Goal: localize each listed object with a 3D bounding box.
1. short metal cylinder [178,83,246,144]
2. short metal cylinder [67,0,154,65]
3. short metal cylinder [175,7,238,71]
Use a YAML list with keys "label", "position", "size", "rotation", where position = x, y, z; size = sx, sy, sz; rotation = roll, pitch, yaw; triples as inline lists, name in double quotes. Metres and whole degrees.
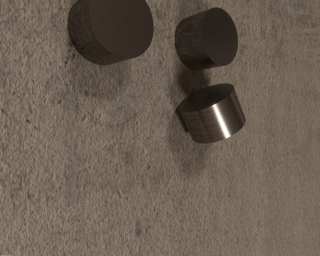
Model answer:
- label: "short metal cylinder"
  position: [0.072, -0.021, 0.432]
  size: [0.080, 0.080, 0.050]
  rotation: [-40, 115, -33]
- label: "short metal cylinder"
  position: [-0.054, -0.113, 0.344]
  size: [0.081, 0.050, 0.079]
  rotation: [0, 90, -40]
- label: "short metal cylinder"
  position: [0.068, -0.126, 0.447]
  size: [0.081, 0.050, 0.079]
  rotation: [0, 90, -40]
